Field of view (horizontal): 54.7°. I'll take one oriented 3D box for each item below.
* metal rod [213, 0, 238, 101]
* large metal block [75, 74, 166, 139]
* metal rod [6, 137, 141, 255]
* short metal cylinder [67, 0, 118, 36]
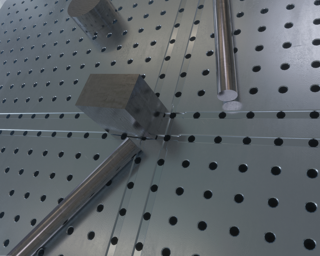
[{"bbox_3d":[0.093,-0.170,0.463,0.025,0.025,0.299,-10,57,23],"label":"metal rod"},{"bbox_3d":[-0.050,-0.029,0.417,0.080,0.080,0.050,6,65,31],"label":"large metal block"},{"bbox_3d":[-0.141,0.126,0.405,0.300,0.025,0.025,-44,51,-3],"label":"metal rod"},{"bbox_3d":[-0.130,-0.226,0.599,0.080,0.050,0.080,-13,56,21],"label":"short metal cylinder"}]
